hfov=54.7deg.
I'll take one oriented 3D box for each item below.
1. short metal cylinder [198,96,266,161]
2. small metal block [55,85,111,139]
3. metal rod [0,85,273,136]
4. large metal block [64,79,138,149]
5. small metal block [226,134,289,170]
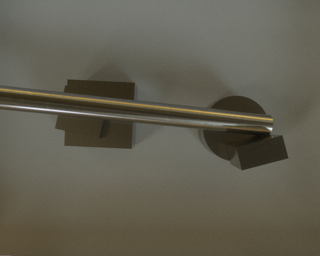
[{"bbox_3d":[0.092,0.001,0.398,0.081,0.050,0.079,0,90,-1],"label":"short metal cylinder"},{"bbox_3d":[-0.087,-0.018,0.359,0.050,0.025,0.050,13,89,-1],"label":"small metal block"},{"bbox_3d":[-0.023,-0.018,0.339,0.302,0.025,0.025,6,90,-8],"label":"metal rod"},{"bbox_3d":[-0.072,-0.017,0.395,0.081,0.050,0.079,3,90,-1],"label":"large metal block"},{"bbox_3d":[0.107,0.026,0.348,0.050,0.050,0.025,-14,90,0],"label":"small metal block"}]
